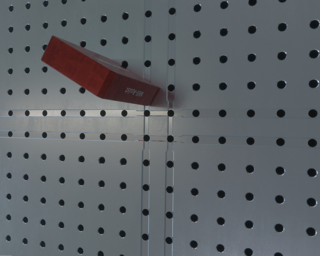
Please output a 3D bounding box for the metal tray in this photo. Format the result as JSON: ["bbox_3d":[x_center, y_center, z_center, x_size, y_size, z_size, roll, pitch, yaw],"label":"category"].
[{"bbox_3d":[-0.066,-0.065,0.381,0.090,0.130,0.030,32,101,17],"label":"metal tray"}]
